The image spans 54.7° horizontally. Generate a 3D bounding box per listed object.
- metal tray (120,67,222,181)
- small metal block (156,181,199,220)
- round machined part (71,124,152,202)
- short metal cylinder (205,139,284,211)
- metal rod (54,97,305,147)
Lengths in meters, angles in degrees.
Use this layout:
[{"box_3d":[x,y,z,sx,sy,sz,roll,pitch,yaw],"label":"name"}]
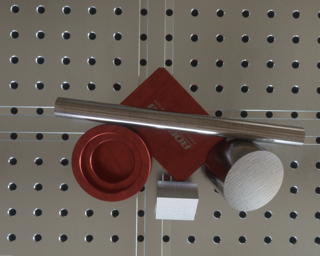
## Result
[{"box_3d":[0.014,-0.004,0.412,0.090,0.030,0.130,-43,91,0],"label":"metal tray"},{"box_3d":[0.021,0.094,0.400,0.050,0.025,0.050,3,133,-1],"label":"small metal block"},{"box_3d":[-0.059,0.041,0.399,0.099,0.042,0.097,0,96,4],"label":"round machined part"},{"box_3d":[0.104,0.056,0.387,0.081,0.050,0.079,-6,110,-16],"label":"short metal cylinder"},{"box_3d":[0.024,-0.007,0.382,0.302,0.025,0.025,7,90,-1],"label":"metal rod"}]
